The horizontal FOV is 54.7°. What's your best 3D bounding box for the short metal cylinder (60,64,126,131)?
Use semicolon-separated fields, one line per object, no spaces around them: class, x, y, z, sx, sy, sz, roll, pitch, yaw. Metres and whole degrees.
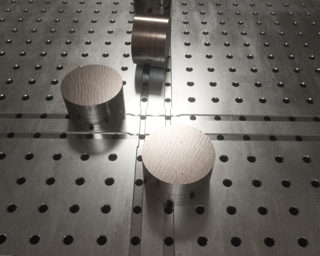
short metal cylinder;-0.090;-0.042;0.426;0.081;0.050;0.080;0;50;0

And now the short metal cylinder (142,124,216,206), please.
short metal cylinder;0.020;0.042;0.356;0.081;0.050;0.080;0;50;0

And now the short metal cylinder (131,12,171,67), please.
short metal cylinder;-0.012;-0.139;0.489;0.050;0.080;0.080;7;50;5

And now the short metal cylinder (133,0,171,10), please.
short metal cylinder;-0.016;-0.283;0.629;0.081;0.050;0.080;0;50;0
